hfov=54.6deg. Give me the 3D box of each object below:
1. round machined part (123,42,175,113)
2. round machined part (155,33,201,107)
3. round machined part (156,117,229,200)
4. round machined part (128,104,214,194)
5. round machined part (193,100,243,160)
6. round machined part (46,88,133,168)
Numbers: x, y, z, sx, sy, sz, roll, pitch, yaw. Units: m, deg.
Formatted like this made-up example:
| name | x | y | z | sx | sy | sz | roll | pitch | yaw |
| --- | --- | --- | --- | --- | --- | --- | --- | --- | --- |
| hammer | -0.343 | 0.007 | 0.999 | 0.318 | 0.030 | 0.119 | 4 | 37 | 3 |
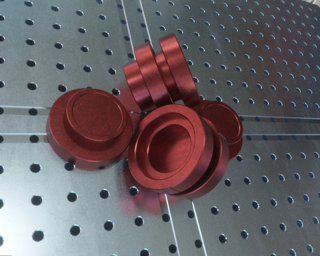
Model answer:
| name | x | y | z | sx | sy | sz | roll | pitch | yaw |
| --- | --- | --- | --- | --- | --- | --- | --- | --- | --- |
| round machined part | -0.015 | -0.058 | 0.403 | 0.042 | 0.098 | 0.098 | -22 | 68 | 6 |
| round machined part | 0.016 | -0.069 | 0.403 | 0.042 | 0.098 | 0.098 | -22 | 68 | 6 |
| round machined part | 0.037 | 0.037 | 0.370 | 0.042 | 0.098 | 0.098 | 35 | 43 | -48 |
| round machined part | 0.015 | 0.026 | 0.347 | 0.042 | 0.098 | 0.098 | 34 | 43 | -48 |
| round machined part | 0.077 | 0.001 | 0.438 | 0.099 | 0.042 | 0.098 | 13 | 56 | -21 |
| round machined part | -0.077 | -0.006 | 0.359 | 0.099 | 0.042 | 0.098 | 13 | 56 | -21 |
